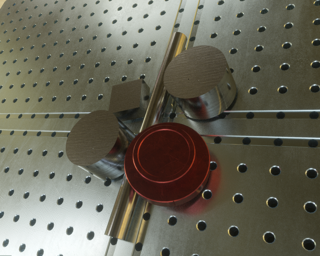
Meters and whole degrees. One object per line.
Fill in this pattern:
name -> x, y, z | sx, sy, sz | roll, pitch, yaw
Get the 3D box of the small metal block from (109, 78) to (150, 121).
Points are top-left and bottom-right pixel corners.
small metal block -> -0.044, -0.040, 0.450 | 0.050, 0.025, 0.050 | -10, 57, 22

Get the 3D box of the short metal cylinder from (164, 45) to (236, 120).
short metal cylinder -> 0.051, -0.058, 0.395 | 0.080, 0.050, 0.080 | -13, 56, 21

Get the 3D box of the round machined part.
round machined part -> 0.007, 0.036, 0.351 | 0.098, 0.042, 0.098 | -4, 62, 8

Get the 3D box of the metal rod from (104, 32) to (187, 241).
metal rod -> -0.011, -0.006, 0.413 | 0.025, 0.025, 0.300 | 3, 63, 29

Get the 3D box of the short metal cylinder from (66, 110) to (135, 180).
short metal cylinder -> -0.076, 0.023, 0.413 | 0.080, 0.050, 0.080 | -13, 56, 21
